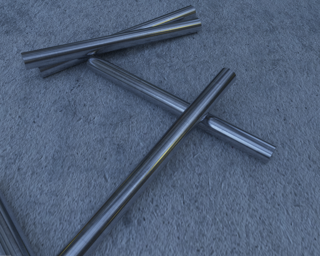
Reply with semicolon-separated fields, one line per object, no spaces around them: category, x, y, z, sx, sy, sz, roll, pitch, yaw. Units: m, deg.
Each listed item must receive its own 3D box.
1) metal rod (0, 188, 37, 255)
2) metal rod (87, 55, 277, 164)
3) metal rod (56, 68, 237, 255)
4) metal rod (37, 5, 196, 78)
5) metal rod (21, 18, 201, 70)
metal rod;-0.106;0.151;0.275;0.025;0.025;0.300;-32;57;-24
metal rod;0.015;-0.035;0.432;0.300;0.025;0.025;29;56;22
metal rod;0.001;0.029;0.356;0.025;0.025;0.301;31;63;23
metal rod;-0.063;-0.154;0.532;0.302;0.025;0.025;-28;56;-22
metal rod;-0.064;-0.141;0.502;0.302;0.025;0.025;-19;53;-23
